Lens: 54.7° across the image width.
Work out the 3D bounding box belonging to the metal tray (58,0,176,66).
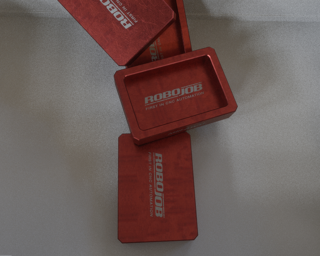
[{"bbox_3d":[-0.056,-0.150,0.370,0.090,0.030,0.130,-42,95,15],"label":"metal tray"}]

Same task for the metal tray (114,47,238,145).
[{"bbox_3d":[0.018,-0.041,0.384,0.131,0.030,0.090,-17,77,-9],"label":"metal tray"}]

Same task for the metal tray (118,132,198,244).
[{"bbox_3d":[-0.005,0.071,0.381,0.091,0.030,0.130,-2,70,-1],"label":"metal tray"}]

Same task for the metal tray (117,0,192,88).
[{"bbox_3d":[-0.009,-0.123,0.413,0.091,0.030,0.129,-15,108,-6],"label":"metal tray"}]
